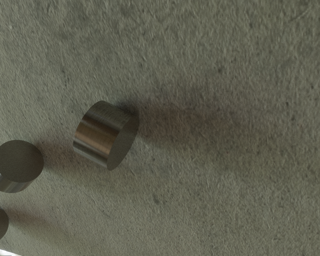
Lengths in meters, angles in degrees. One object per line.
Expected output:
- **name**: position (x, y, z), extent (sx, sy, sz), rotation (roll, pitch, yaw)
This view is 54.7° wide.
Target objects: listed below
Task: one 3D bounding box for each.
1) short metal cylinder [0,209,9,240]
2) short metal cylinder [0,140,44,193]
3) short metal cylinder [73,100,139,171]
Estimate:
- **short metal cylinder**: position (-0.405, 0.226, 0.720), extent (0.050, 0.080, 0.080), rotation (-10, 113, 32)
- **short metal cylinder**: position (-0.254, 0.068, 0.544), extent (0.080, 0.080, 0.050), rotation (47, 129, -6)
- **short metal cylinder**: position (-0.070, 0.010, 0.412), extent (0.050, 0.080, 0.079), rotation (26, 127, 12)
